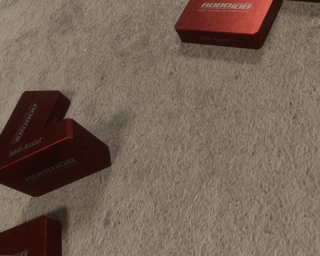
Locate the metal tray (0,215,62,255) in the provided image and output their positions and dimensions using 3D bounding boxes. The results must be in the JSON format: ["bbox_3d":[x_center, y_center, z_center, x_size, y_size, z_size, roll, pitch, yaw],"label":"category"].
[{"bbox_3d":[-0.186,0.175,0.389,0.130,0.030,0.090,-24,53,13],"label":"metal tray"}]

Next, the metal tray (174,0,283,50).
[{"bbox_3d":[0.097,-0.164,0.450,0.130,0.030,0.090,16,70,34],"label":"metal tray"}]

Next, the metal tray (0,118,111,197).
[{"bbox_3d":[-0.144,0.044,0.408,0.130,0.090,0.030,-24,53,13],"label":"metal tray"}]

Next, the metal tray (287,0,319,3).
[{"bbox_3d":[0.228,-0.209,0.409,0.130,0.030,0.090,23,74,36],"label":"metal tray"}]

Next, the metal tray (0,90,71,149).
[{"bbox_3d":[-0.212,0.000,0.509,0.090,0.030,0.130,3,63,29],"label":"metal tray"}]
